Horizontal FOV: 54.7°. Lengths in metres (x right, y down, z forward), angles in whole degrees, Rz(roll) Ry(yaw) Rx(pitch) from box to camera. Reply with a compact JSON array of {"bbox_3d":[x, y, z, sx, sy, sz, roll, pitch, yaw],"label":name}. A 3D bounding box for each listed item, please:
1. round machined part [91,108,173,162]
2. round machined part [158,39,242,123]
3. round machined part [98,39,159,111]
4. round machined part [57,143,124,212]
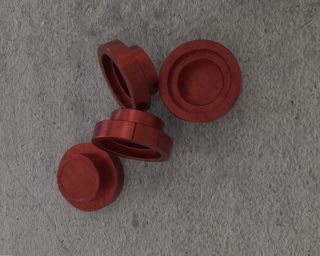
[{"bbox_3d":[-0.032,0.008,0.385,0.098,0.098,0.042,4,70,20],"label":"round machined part"},{"bbox_3d":[0.051,-0.055,0.381,0.098,0.042,0.097,0,90,18],"label":"round machined part"},{"bbox_3d":[-0.037,-0.066,0.394,0.042,0.098,0.098,-29,79,-18],"label":"round machined part"},{"bbox_3d":[-0.104,0.070,0.437,0.098,0.042,0.097,0,90,20],"label":"round machined part"}]
